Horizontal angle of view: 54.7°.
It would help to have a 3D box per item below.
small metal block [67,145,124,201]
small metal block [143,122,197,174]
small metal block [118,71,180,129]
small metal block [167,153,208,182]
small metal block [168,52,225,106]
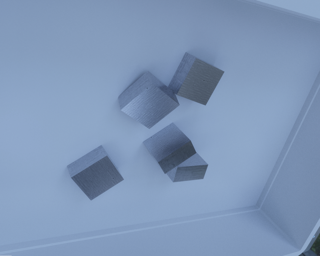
[{"bbox_3d":[-0.083,0.058,0.401,0.050,0.025,0.050,-32,129,-8],"label":"small metal block"},{"bbox_3d":[0.012,0.026,0.417,0.050,0.050,0.025,-33,129,-7],"label":"small metal block"},{"bbox_3d":[-0.013,-0.033,0.374,0.050,0.025,0.050,-38,132,20],"label":"small metal block"},{"bbox_3d":[0.032,0.050,0.443,0.050,0.050,0.025,-1,119,-29],"label":"small metal block"},{"bbox_3d":[0.046,-0.062,0.397,0.050,0.025,0.050,16,110,-35],"label":"small metal block"}]
